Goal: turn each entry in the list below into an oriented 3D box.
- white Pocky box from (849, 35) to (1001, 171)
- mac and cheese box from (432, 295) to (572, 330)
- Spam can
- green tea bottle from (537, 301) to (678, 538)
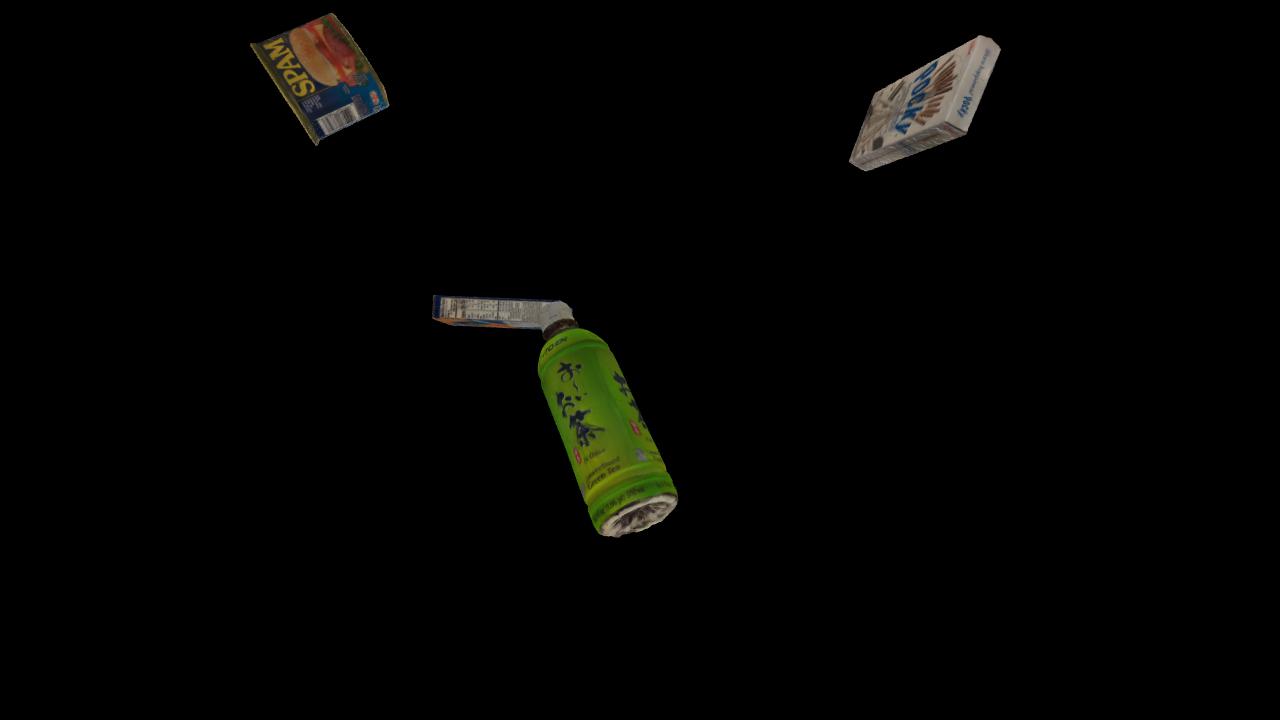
[{"bbox_3d":[0.268,-0.241,0.599,0.028,0.084,0.154,22,0,-14],"label":"white Pocky box"},{"bbox_3d":[-0.199,-0.069,0.908,0.184,0.041,0.093,2,-2,5],"label":"mac and cheese box"},{"bbox_3d":[-0.311,-0.278,0.605,0.085,0.101,0.058,-33,-7,-15],"label":"Spam can"},{"bbox_3d":[-0.041,0.038,0.514,0.073,0.212,0.073,-21,-31,-13],"label":"green tea bottle"}]
